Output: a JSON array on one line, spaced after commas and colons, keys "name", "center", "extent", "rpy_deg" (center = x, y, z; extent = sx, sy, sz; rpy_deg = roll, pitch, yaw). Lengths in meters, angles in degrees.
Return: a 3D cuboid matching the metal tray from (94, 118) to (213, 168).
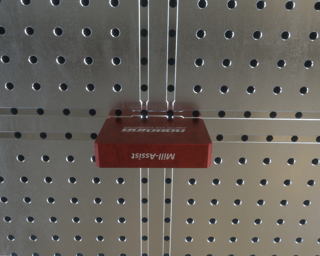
[{"name": "metal tray", "center": [-0.007, 0.016, 0.384], "extent": [0.131, 0.090, 0.030], "rpy_deg": [0, 110, 0]}]
